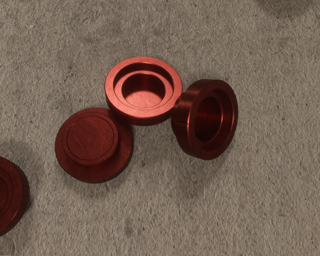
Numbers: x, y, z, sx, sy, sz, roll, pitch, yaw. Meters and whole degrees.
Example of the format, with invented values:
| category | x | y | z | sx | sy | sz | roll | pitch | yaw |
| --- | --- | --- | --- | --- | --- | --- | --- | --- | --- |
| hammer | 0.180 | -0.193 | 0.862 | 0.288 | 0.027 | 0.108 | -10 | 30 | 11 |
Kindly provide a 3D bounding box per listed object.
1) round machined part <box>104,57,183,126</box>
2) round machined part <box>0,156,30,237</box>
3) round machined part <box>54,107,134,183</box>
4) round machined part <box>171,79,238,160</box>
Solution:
| category | x | y | z | sx | sy | sz | roll | pitch | yaw |
| --- | --- | --- | --- | --- | --- | --- | --- | --- | --- |
| round machined part | -0.022 | -0.044 | 0.409 | 0.099 | 0.042 | 0.098 | 2 | 60 | -4 |
| round machined part | -0.203 | 0.083 | 0.366 | 0.099 | 0.042 | 0.098 | 0 | 70 | -1 |
| round machined part | -0.084 | 0.018 | 0.391 | 0.099 | 0.042 | 0.098 | 0 | 70 | -1 |
| round machined part | 0.052 | -0.012 | 0.385 | 0.042 | 0.098 | 0.098 | 13 | 65 | 45 |
